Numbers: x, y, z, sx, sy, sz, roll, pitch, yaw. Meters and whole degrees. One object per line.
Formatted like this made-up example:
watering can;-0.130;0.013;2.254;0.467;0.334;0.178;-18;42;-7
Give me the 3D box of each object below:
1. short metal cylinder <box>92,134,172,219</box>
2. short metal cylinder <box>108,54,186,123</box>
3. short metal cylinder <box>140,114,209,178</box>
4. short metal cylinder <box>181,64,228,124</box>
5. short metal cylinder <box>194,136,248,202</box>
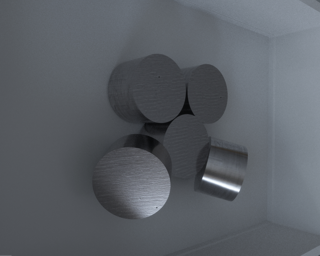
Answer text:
short metal cylinder;-0.028;0.051;0.340;0.050;0.080;0.080;-76;151;-75
short metal cylinder;-0.015;-0.046;0.376;0.081;0.050;0.079;0;90;-40
short metal cylinder;0.018;0.022;0.403;0.081;0.050;0.079;0;90;-40
short metal cylinder;0.049;-0.046;0.432;0.081;0.050;0.079;0;90;-40
short metal cylinder;0.083;0.057;0.433;0.050;0.080;0.080;16;77;1
